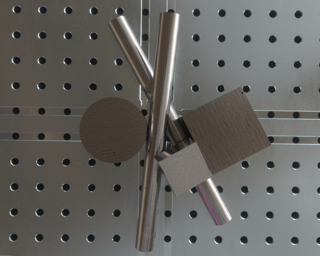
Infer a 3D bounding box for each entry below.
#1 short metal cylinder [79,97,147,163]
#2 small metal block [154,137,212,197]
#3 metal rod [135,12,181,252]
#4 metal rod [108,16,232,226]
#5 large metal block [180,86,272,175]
[{"bbox_3d":[-0.057,0.002,0.397,0.081,0.050,0.079,0,90,-1],"label":"short metal cylinder"},{"bbox_3d":[0.028,0.047,0.378,0.050,0.025,0.050,-28,105,-8],"label":"small metal block"},{"bbox_3d":[-0.004,0.011,0.390,0.025,0.025,0.298,6,98,0],"label":"metal rod"},{"bbox_3d":[0.014,-0.009,0.410,0.025,0.025,0.299,-28,91,0],"label":"metal rod"},{"bbox_3d":[0.080,0.003,0.397,0.080,0.050,0.080,-27,90,0],"label":"large metal block"}]
